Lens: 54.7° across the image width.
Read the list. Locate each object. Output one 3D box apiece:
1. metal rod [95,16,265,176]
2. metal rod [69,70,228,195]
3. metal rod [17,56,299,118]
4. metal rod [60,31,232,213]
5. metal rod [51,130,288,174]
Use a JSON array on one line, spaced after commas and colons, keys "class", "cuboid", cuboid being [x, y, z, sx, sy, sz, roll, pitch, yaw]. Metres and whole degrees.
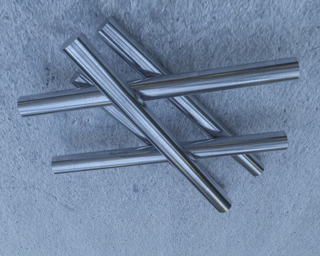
[{"class": "metal rod", "cuboid": [0.043, -0.022, 0.390, 0.025, 0.025, 0.301, -35, 122, 26]}, {"class": "metal rod", "cuboid": [0.002, 0.026, 0.430, 0.025, 0.025, 0.300, -33, 123, 25]}, {"class": "metal rod", "cuboid": [-0.007, -0.043, 0.339, 0.302, 0.025, 0.025, -7, 130, 5]}, {"class": "metal rod", "cuboid": [0.005, 0.015, 0.357, 0.025, 0.025, 0.300, -28, 126, 21]}, {"class": "metal rod", "cuboid": [0.009, 0.033, 0.404, 0.302, 0.025, 0.025, -7, 130, 5]}]
